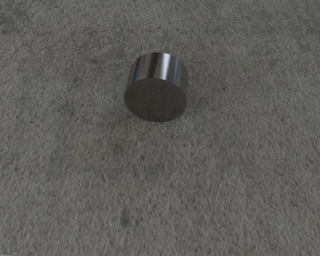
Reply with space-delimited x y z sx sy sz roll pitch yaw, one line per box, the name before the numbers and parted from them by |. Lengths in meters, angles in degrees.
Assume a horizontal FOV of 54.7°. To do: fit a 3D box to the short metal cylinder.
short metal cylinder | -0.004 -0.053 0.412 0.080 0.080 0.050 5 50 3
